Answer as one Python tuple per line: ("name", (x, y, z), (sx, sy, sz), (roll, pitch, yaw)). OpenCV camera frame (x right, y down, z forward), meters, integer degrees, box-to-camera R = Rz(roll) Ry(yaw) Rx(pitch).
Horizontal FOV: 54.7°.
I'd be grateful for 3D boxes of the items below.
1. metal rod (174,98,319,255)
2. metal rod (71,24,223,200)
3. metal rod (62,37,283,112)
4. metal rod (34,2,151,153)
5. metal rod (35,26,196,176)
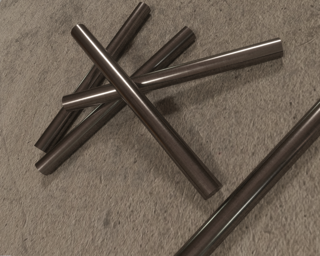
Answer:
("metal rod", (0.093, 0.064, 0.315), (0.300, 0.025, 0.025), (-46, 51, -4))
("metal rod", (-0.030, -0.036, 0.392), (0.025, 0.025, 0.300), (-40, 66, 1))
("metal rod", (0.007, -0.068, 0.419), (0.301, 0.025, 0.025), (-13, 56, 12))
("metal rod", (-0.105, -0.089, 0.511), (0.025, 0.025, 0.300), (22, 73, 36))
("metal rod", (-0.064, -0.041, 0.461), (0.300, 0.025, 0.025), (-43, 51, -2))
